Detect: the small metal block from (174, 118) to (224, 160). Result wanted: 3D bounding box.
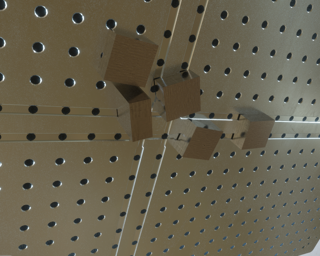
[{"bbox_3d":[0.056,0.017,0.452,0.050,0.025,0.050,10,113,-33],"label":"small metal block"}]

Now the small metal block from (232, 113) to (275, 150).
[{"bbox_3d":[0.149,0.005,0.495,0.050,0.025,0.050,-3,120,-27],"label":"small metal block"}]

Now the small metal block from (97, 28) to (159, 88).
[{"bbox_3d":[-0.036,-0.076,0.344,0.050,0.025,0.050,7,115,-31],"label":"small metal block"}]

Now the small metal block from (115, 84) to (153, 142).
[{"bbox_3d":[-0.031,-0.020,0.365,0.025,0.050,0.050,-15,125,-20],"label":"small metal block"}]

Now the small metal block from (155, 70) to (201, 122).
[{"bbox_3d":[0.024,-0.041,0.398,0.050,0.025,0.050,-19,126,-17],"label":"small metal block"}]
